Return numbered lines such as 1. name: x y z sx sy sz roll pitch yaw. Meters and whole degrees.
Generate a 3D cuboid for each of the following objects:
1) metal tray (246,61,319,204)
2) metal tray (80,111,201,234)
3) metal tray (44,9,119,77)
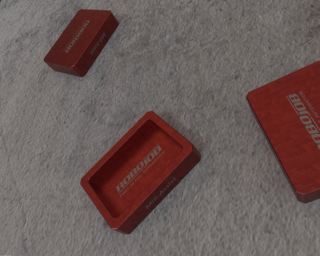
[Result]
1. metal tray: 0.157 0.000 0.318 0.090 0.030 0.130 -25 53 12
2. metal tray: -0.026 0.051 0.381 0.130 0.030 0.090 -46 51 -4
3. metal tray: -0.145 -0.160 0.573 0.090 0.030 0.130 17 70 34
